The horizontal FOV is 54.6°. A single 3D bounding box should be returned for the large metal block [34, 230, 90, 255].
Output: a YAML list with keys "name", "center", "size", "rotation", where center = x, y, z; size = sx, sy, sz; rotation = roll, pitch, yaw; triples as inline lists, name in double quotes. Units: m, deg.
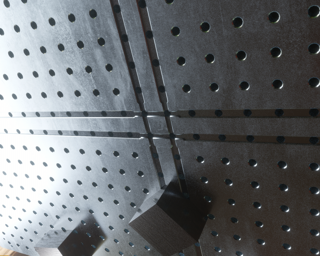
- name: "large metal block"
  center: [-0.212, 0.271, 0.676]
  size: [0.080, 0.050, 0.080]
  rotation: [-12, 112, 33]

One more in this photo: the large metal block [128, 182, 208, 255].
- name: "large metal block"
  center: [0.012, 0.143, 0.478]
  size: [0.080, 0.050, 0.080]
  rotation: [43, 129, -2]
